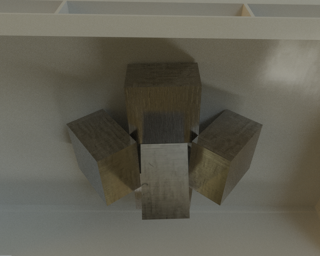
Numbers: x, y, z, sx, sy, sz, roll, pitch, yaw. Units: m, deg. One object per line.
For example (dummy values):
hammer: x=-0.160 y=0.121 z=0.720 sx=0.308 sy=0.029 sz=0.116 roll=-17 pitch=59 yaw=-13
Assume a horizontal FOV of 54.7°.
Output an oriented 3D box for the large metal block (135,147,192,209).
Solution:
large metal block: x=0.005 y=0.075 z=0.455 sx=0.081 sy=0.050 sz=0.079 roll=0 pitch=130 yaw=-1

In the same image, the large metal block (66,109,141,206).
large metal block: x=-0.070 y=0.036 z=0.391 sx=0.050 sy=0.080 sz=0.079 roll=-27 pitch=137 yaw=-26

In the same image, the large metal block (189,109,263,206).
large metal block: x=0.081 y=0.036 z=0.393 sx=0.050 sy=0.080 sz=0.079 roll=28 pitch=137 yaw=28

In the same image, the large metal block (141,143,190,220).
large metal block: x=0.005 y=0.059 z=0.369 sx=0.050 sy=0.080 sz=0.080 roll=-1 pitch=86 yaw=-1

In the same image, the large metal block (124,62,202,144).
large metal block: x=0.004 y=-0.028 z=0.363 sx=0.080 sy=0.050 sz=0.079 roll=-1 pitch=130 yaw=1
